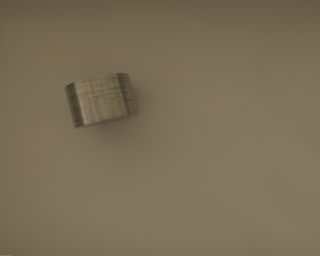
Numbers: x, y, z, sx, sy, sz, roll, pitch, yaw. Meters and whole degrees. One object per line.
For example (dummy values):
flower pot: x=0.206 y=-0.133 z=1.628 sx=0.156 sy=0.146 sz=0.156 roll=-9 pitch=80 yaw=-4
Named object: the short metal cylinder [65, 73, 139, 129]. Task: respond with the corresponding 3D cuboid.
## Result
short metal cylinder: x=-0.071 y=-0.032 z=0.383 sx=0.080 sy=0.080 sz=0.050 roll=-14 pitch=90 yaw=0
